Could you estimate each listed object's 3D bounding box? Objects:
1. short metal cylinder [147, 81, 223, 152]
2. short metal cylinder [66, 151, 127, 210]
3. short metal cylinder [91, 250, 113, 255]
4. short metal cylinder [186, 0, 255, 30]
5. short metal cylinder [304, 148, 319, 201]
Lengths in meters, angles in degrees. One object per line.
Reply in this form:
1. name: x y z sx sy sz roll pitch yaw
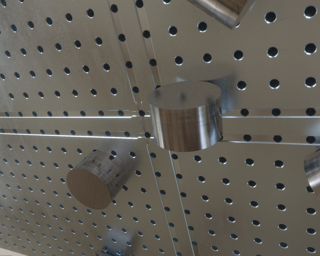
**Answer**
1. short metal cylinder: 0.029 -0.016 0.350 0.080 0.080 0.050 6 121 25
2. short metal cylinder: -0.101 0.084 0.497 0.080 0.050 0.079 12 123 20
3. short metal cylinder: -0.116 0.291 0.614 0.050 0.080 0.079 16 125 19
4. short metal cylinder: 0.064 -0.131 0.260 0.050 0.080 0.079 36 129 4
5. short metal cylinder: 0.191 0.049 0.305 0.080 0.080 0.050 44 129 -3
